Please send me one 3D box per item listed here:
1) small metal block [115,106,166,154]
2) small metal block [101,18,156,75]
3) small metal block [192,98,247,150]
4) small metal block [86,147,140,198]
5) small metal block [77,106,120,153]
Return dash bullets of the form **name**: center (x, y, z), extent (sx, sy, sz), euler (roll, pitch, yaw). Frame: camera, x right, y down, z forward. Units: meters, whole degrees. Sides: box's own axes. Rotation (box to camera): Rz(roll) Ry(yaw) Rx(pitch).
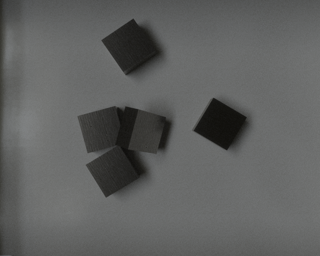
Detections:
- **small metal block**: center (-0.024, 0.004, 0.397), extent (0.025, 0.050, 0.050), euler (15, 90, 44)
- **small metal block**: center (-0.041, -0.107, 0.411), extent (0.050, 0.025, 0.050), euler (-34, 90, 0)
- **small metal block**: center (0.078, -0.005, 0.412), extent (0.050, 0.025, 0.050), euler (31, 90, 0)
- **small metal block**: center (-0.061, 0.056, 0.411), extent (0.050, 0.025, 0.050), euler (-31, 90, 0)
- **small metal block**: center (-0.075, 0.002, 0.411), extent (0.050, 0.025, 0.050), euler (-15, 90, 0)
